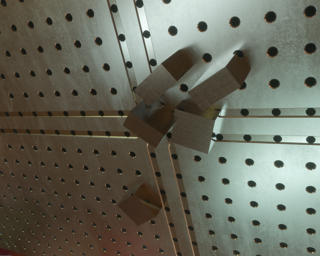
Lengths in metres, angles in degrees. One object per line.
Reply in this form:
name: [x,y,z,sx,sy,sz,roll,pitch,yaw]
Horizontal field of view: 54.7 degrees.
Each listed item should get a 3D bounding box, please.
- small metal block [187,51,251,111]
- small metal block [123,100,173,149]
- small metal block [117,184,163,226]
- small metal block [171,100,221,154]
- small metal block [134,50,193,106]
small metal block: [0.064,-0.050,0.330,0.050,0.050,0.025,-32,100,38]
small metal block: [-0.010,-0.009,0.394,0.050,0.050,0.025,35,129,4]
small metal block: [-0.033,0.127,0.505,0.050,0.025,0.050,47,129,-6]
small metal block: [0.044,-0.001,0.386,0.050,0.025,0.050,18,125,17]
small metal block: [0.004,-0.058,0.356,0.025,0.050,0.050,48,129,-6]
